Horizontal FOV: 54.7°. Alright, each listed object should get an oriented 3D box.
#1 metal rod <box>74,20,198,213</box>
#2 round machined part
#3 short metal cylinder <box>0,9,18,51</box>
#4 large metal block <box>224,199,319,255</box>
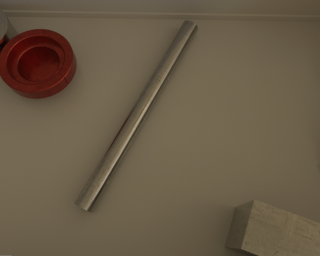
[{"bbox_3d":[-0.023,-0.028,0.419,0.025,0.025,0.300,26,72,9],"label":"metal rod"},{"bbox_3d":[-0.165,-0.084,0.429,0.099,0.042,0.098,0,70,-1],"label":"round machined part"},{"bbox_3d":[-0.246,-0.127,0.440,0.081,0.050,0.080,0,70,0],"label":"short metal cylinder"},{"bbox_3d":[0.124,0.121,0.338,0.080,0.080,0.050,19,71,7],"label":"large metal block"}]
